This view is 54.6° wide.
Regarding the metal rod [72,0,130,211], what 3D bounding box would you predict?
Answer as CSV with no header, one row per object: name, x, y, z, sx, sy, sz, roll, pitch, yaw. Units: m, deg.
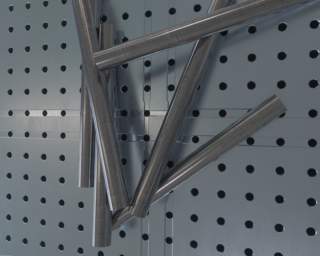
metal rod,-0.080,-0.045,0.404,0.025,0.025,0.299,-15,81,19

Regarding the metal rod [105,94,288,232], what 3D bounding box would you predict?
metal rod,0.027,0.058,0.403,0.300,0.025,0.025,-38,78,16

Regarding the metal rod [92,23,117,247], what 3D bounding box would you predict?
metal rod,-0.076,0.006,0.425,0.025,0.025,0.299,-2,84,20

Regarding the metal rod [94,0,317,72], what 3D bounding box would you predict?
metal rod,0.067,-0.123,0.359,0.301,0.025,0.025,-17,84,8

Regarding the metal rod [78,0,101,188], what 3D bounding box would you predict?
metal rod,-0.101,-0.065,0.448,0.025,0.025,0.298,2,91,20

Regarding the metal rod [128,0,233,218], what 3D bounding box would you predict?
metal rod,0.026,-0.031,0.388,0.025,0.025,0.299,22,92,18
